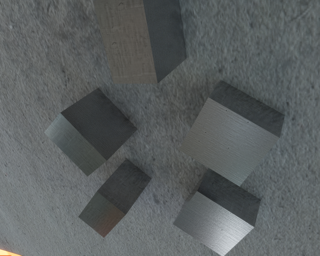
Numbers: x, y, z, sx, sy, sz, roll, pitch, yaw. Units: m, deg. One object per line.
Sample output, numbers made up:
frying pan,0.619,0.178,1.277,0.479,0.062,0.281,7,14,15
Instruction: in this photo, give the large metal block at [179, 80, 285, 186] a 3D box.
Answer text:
large metal block,0.080,0.006,0.351,0.080,0.050,0.079,31,128,7

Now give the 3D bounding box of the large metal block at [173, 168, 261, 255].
large metal block,0.076,0.115,0.421,0.080,0.050,0.079,32,128,7

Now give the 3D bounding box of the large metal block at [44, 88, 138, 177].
large metal block,-0.091,0.004,0.420,0.080,0.080,0.050,47,129,-5

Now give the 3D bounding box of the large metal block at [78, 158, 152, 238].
large metal block,-0.068,0.106,0.471,0.050,0.080,0.080,39,129,1

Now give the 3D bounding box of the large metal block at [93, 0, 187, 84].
large metal block,-0.015,-0.098,0.318,0.050,0.080,0.079,4,120,26
